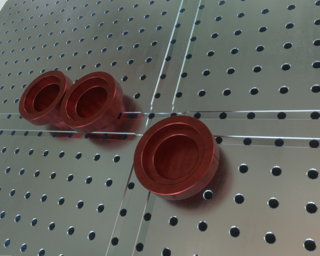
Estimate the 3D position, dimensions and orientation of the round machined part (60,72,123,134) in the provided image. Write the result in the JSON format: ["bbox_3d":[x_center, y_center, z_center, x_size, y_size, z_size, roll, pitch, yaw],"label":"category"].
[{"bbox_3d":[-0.098,-0.034,0.471,0.098,0.042,0.098,-13,56,21],"label":"round machined part"}]

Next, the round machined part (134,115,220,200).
[{"bbox_3d":[0.022,0.037,0.364,0.098,0.042,0.098,-13,56,21],"label":"round machined part"}]

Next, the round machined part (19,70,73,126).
[{"bbox_3d":[-0.185,-0.046,0.524,0.098,0.042,0.098,-13,56,21],"label":"round machined part"}]
